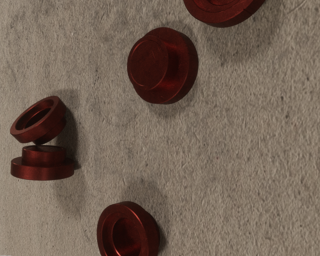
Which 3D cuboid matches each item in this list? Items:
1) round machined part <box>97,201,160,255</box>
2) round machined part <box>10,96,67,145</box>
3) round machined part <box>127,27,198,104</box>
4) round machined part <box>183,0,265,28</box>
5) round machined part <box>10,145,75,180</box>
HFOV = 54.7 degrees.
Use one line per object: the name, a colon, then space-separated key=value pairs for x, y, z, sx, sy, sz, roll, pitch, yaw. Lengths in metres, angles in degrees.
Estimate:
round machined part: x=-0.039 y=0.149 z=0.424 sx=0.098 sy=0.042 sz=0.097 roll=0 pitch=90 yaw=39
round machined part: x=-0.203 y=-0.009 z=0.536 sx=0.098 sy=0.042 sz=0.098 roll=-21 pitch=35 yaw=16
round machined part: x=-0.004 y=-0.080 z=0.395 sx=0.098 sy=0.042 sz=0.097 roll=0 pitch=90 yaw=39
round machined part: x=0.075 y=-0.156 z=0.331 sx=0.098 sy=0.042 sz=0.097 roll=0 pitch=90 yaw=39
round machined part: x=-0.192 y=0.054 z=0.512 sx=0.098 sy=0.099 sz=0.042 roll=9 pitch=96 yaw=39
